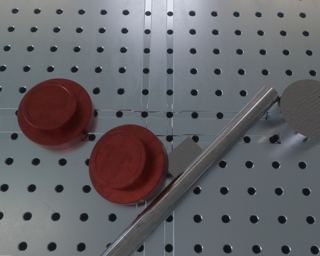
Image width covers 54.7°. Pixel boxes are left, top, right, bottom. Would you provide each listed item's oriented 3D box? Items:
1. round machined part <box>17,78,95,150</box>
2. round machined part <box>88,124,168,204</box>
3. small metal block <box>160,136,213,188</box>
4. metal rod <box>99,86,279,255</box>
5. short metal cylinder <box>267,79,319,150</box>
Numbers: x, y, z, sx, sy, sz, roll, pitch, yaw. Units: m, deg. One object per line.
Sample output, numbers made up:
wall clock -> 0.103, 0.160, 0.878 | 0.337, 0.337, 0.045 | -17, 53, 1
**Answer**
round machined part -> -0.140, -0.023, 0.410 | 0.099, 0.042, 0.098 | 0, 70, 0
round machined part -> -0.043, 0.041, 0.373 | 0.098, 0.042, 0.098 | -5, 71, 16
small metal block -> 0.035, 0.047, 0.395 | 0.050, 0.025, 0.050 | -40, 75, -13
metal rod -> 0.038, 0.056, 0.365 | 0.025, 0.025, 0.301 | 43, 76, 14
short metal cylinder -> 0.189, -0.016, 0.406 | 0.081, 0.050, 0.080 | 0, 70, 0
